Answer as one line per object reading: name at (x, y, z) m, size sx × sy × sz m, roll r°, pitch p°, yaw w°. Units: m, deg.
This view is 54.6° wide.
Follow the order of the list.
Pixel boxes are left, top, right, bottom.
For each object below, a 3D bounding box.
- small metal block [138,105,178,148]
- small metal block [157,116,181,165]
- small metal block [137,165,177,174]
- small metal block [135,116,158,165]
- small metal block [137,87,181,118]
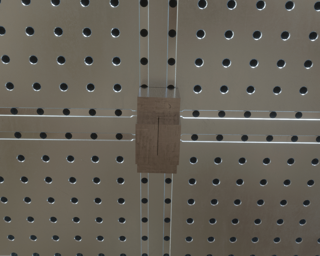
small metal block at (-0.003, -0.002, 0.412) m, size 0.050 × 0.025 × 0.050 m, roll 2°, pitch 110°, yaw 0°
small metal block at (0.011, 0.011, 0.377) m, size 0.025 × 0.050 × 0.050 m, roll 2°, pitch 110°, yaw 0°
small metal block at (-0.003, 0.037, 0.413) m, size 0.050 × 0.050 × 0.025 m, roll 2°, pitch 110°, yaw -1°
small metal block at (-0.015, 0.010, 0.377) m, size 0.025 × 0.050 × 0.050 m, roll 2°, pitch 110°, yaw -1°
small metal block at (-0.002, -0.033, 0.387) m, size 0.050 × 0.050 × 0.025 m, roll 2°, pitch 110°, yaw -1°
